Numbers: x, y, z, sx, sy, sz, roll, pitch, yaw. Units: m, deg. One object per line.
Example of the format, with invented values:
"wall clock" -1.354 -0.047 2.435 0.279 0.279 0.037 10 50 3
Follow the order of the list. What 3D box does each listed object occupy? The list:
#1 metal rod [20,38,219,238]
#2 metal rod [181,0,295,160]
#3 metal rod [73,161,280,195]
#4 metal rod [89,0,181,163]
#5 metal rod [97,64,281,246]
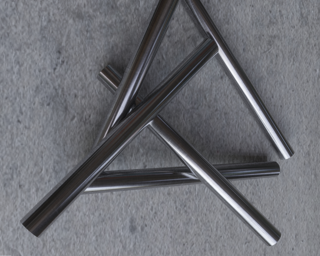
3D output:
"metal rod" -0.029 -0.005 0.352 0.025 0.025 0.301 49 68 -14
"metal rod" 0.112 -0.077 0.451 0.025 0.025 0.299 -39 103 -16
"metal rod" 0.039 0.063 0.409 0.303 0.025 0.025 0 90 -26
"metal rod" -0.026 -0.066 0.355 0.025 0.025 0.298 22 99 -19
"metal rod" 0.037 0.035 0.389 0.300 0.025 0.025 45 76 -2
